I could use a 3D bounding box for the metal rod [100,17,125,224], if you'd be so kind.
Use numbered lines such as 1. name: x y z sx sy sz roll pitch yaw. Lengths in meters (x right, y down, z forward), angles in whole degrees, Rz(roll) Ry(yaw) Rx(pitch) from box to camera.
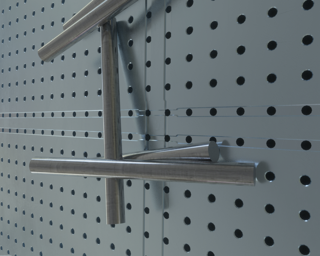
1. metal rod: -0.069 -0.020 0.440 0.025 0.025 0.299 -14 74 39

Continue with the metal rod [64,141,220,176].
1. metal rod: -0.053 0.049 0.450 0.300 0.025 0.025 -11 83 39

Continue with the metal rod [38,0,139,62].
1. metal rod: -0.066 -0.170 0.433 0.300 0.025 0.025 -23 76 28

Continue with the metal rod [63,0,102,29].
1. metal rod: -0.045 -0.211 0.444 0.299 0.025 0.025 -20 77 37

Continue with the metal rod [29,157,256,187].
1. metal rod: -0.039 0.051 0.385 0.301 0.025 0.025 -1 90 23
